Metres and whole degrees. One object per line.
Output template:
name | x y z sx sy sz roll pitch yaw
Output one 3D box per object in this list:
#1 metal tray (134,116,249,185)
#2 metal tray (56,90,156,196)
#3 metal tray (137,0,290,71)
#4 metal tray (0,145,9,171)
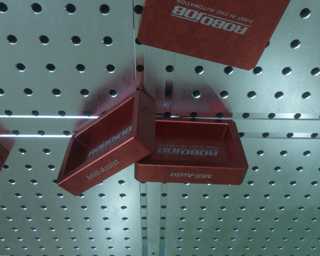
metal tray | 0.036 0.026 0.391 0.131 0.090 0.030 3 130 -3
metal tray | -0.065 0.018 0.383 0.130 0.090 0.030 -31 124 23
metal tray | 0.050 -0.116 0.310 0.131 0.030 0.089 11 129 -10
metal tray | -0.298 0.036 0.434 0.130 0.030 0.090 -16 129 13
